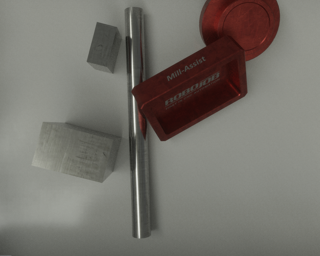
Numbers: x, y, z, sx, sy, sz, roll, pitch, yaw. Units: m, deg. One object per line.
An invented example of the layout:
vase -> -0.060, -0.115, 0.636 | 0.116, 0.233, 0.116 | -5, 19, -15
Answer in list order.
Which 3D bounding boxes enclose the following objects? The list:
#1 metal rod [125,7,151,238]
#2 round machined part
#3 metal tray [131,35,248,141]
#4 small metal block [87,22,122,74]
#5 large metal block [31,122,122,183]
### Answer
metal rod -> -0.029, -0.007, 0.411 | 0.025, 0.025, 0.298 | -2, 90, -1
round machined part -> 0.101, -0.128, 0.384 | 0.099, 0.042, 0.097 | -2, 118, -3
metal tray -> 0.041, -0.044, 0.378 | 0.130, 0.090, 0.030 | -30, 56, 0
small metal block -> -0.070, -0.101, 0.398 | 0.025, 0.050, 0.050 | 14, 90, 0
large metal block -> -0.097, 0.027, 0.383 | 0.080, 0.080, 0.050 | 14, 90, -1
